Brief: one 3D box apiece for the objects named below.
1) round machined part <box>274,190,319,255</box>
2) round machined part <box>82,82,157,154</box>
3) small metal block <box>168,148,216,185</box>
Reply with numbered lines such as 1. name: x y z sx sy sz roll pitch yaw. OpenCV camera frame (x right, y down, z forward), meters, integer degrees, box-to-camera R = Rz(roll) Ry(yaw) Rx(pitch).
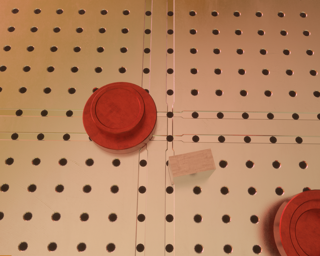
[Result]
1. round machined part: 0.181 0.123 0.359 0.099 0.042 0.098 0 70 0
2. round machined part: -0.053 -0.018 0.409 0.099 0.042 0.098 0 70 0
3. small metal block: 0.037 0.048 0.381 0.050 0.050 0.025 -11 71 -4
